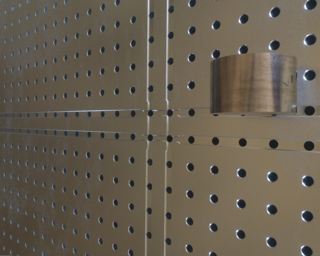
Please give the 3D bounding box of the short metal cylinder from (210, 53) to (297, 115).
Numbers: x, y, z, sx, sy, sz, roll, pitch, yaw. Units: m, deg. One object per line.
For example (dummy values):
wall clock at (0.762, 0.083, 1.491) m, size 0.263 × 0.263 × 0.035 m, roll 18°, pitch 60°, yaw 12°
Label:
short metal cylinder at (0.089, -0.039, 0.300) m, size 0.080 × 0.081 × 0.050 m, roll 0°, pitch 90°, yaw 40°
